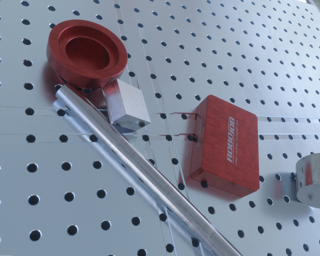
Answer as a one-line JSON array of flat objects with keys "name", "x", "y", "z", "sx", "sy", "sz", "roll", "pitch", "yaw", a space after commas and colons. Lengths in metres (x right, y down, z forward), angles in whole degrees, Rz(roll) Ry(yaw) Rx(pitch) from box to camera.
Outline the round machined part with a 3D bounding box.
[{"name": "round machined part", "x": -0.095, "y": -0.089, "z": 0.400, "sx": 0.099, "sy": 0.042, "sz": 0.098, "roll": 15, "pitch": 53, "yaw": -20}]

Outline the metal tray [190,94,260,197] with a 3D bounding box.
[{"name": "metal tray", "x": 0.096, "y": 0.023, "z": 0.445, "sx": 0.091, "sy": 0.030, "sz": 0.130, "roll": 22, "pitch": 53, "yaw": -15}]

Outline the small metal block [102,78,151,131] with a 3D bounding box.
[{"name": "small metal block", "x": -0.042, "y": -0.028, "z": 0.390, "sx": 0.050, "sy": 0.025, "sz": 0.050, "roll": 19, "pitch": 48, "yaw": -55}]

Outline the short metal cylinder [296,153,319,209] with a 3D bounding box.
[{"name": "short metal cylinder", "x": 0.246, "y": 0.080, "z": 0.460, "sx": 0.080, "sy": 0.080, "sz": 0.050, "roll": 26, "pitch": 53, "yaw": -13}]

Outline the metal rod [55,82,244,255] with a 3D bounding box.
[{"name": "metal rod", "x": -0.010, "y": 0.060, "z": 0.367, "sx": 0.300, "sy": 0.025, "sz": 0.025, "roll": 45, "pitch": 51, "yaw": 3}]
